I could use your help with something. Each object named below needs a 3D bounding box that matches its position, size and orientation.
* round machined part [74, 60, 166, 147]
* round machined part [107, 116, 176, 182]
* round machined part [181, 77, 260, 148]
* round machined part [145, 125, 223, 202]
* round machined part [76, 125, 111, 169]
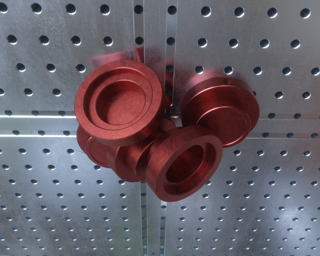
[{"bbox_3d":[-0.041,-0.024,0.349,0.098,0.098,0.042,-10,155,7],"label":"round machined part"},{"bbox_3d":[-0.015,0.030,0.394,0.099,0.042,0.097,-25,133,-29],"label":"round machined part"},{"bbox_3d":[0.076,-0.012,0.391,0.099,0.042,0.097,-1,130,0],"label":"round machined part"},{"bbox_3d":[0.024,0.037,0.370,0.099,0.042,0.097,-23,134,-25],"label":"round machined part"},{"bbox_3d":[-0.062,0.017,0.414,0.099,0.042,0.097,-1,130,0],"label":"round machined part"}]
